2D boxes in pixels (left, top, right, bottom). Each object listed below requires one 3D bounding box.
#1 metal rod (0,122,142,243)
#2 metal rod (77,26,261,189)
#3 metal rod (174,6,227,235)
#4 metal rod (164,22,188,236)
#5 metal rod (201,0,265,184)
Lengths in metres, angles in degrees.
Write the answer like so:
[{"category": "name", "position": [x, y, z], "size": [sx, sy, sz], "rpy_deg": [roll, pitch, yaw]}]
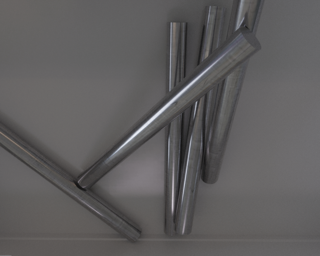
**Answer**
[{"category": "metal rod", "position": [-0.146, 0.067, 0.434], "size": [0.300, 0.025, 0.025], "rpy_deg": [41, 105, -14]}, {"category": "metal rod", "position": [-0.016, 0.000, 0.346], "size": [0.025, 0.025, 0.299], "rpy_deg": [39, 130, -13]}, {"category": "metal rod", "position": [0.049, 0.002, 0.400], "size": [0.025, 0.025, 0.298], "rpy_deg": [6, 106, -2]}, {"category": "metal rod", "position": [0.019, 0.015, 0.416], "size": [0.025, 0.025, 0.298], "rpy_deg": [0, 110, 0]}, {"category": "metal rod", "position": [0.072, -0.034, 0.332], "size": [0.025, 0.025, 0.298], "rpy_deg": [1, 136, 0]}]
